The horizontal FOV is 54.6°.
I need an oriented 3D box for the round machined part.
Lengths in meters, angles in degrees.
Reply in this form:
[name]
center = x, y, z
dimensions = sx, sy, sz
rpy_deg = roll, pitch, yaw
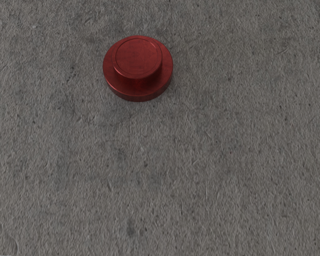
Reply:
[round machined part]
center = -0.031, -0.089, 0.432
dimensions = 0.099, 0.042, 0.098
rpy_deg = 0, 70, 0
